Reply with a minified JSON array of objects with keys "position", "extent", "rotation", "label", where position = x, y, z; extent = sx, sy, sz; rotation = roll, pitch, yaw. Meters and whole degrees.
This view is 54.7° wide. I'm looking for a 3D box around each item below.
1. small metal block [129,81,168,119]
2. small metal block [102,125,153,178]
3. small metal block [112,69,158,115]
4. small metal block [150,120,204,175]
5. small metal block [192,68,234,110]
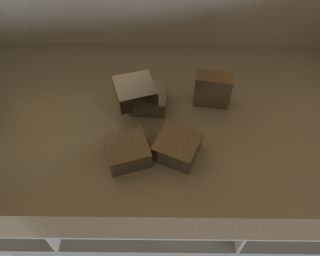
[{"position":[-0.016,-0.042,0.440],"extent":[0.050,0.025,0.050],"rotation":[5,50,3],"label":"small metal block"},{"position":[-0.041,0.028,0.381],"extent":[0.050,0.025,0.050],"rotation":[-13,51,-12],"label":"small metal block"},{"position":[-0.033,-0.049,0.413],"extent":[0.050,0.025,0.050],"rotation":[-13,52,-11],"label":"small metal block"},{"position":[0.022,0.023,0.386],"extent":[0.050,0.025,0.050],"rotation":[19,52,15],"label":"small metal block"},{"position":[0.074,-0.054,0.435],"extent":[0.050,0.050,0.025],"rotation":[7,51,5],"label":"small metal block"}]
